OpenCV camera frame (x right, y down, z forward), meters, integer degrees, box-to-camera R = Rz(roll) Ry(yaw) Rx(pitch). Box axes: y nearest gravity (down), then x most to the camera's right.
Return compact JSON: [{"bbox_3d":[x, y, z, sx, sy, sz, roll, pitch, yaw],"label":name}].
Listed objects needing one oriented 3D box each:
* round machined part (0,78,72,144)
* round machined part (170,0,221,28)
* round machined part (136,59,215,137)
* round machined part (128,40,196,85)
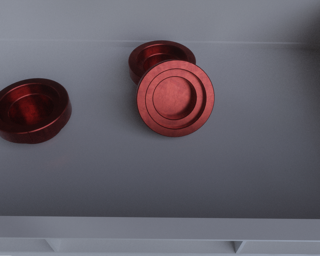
[{"bbox_3d":[-0.166,-0.018,0.407,0.099,0.042,0.098,0,50,0],"label":"round machined part"},{"bbox_3d":[0.069,-0.240,0.599,0.099,0.042,0.098,0,50,0],"label":"round machined part"},{"bbox_3d":[0.018,-0.040,0.404,0.099,0.097,0.042,-6,14,-6],"label":"round machined part"},{"bbox_3d":[0.003,-0.086,0.466,0.099,0.042,0.098,0,50,0],"label":"round machined part"}]
